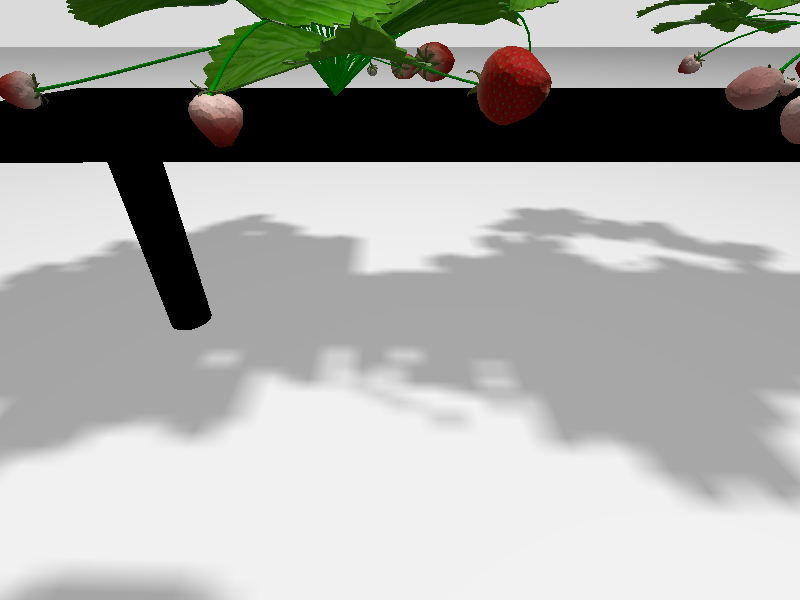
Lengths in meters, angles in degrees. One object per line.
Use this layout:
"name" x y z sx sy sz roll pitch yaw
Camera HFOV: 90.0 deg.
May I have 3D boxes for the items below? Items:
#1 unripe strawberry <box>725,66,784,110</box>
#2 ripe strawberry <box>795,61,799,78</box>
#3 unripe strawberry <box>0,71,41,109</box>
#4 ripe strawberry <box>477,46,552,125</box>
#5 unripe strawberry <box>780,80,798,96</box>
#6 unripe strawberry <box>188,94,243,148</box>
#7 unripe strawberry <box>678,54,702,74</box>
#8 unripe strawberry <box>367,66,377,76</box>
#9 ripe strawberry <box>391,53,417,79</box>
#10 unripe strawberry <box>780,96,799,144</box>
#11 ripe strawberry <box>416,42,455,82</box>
"unripe strawberry" 0.207 -0.124 0.237 0.024 0.023 0.026 -23 38 -13
"ripe strawberry" 0.394 -0.222 0.378 0.032 0.034 0.035 -2 33 -3
"unripe strawberry" -0.235 -0.129 0.247 0.020 0.021 0.018 -13 36 -18
"ripe strawberry" 0.060 -0.110 0.208 0.035 0.037 0.037 -28 43 -35
"unripe strawberry" 0.312 -0.170 0.322 0.011 0.011 0.011 4 34 6
"unripe strawberry" -0.077 -0.076 0.170 0.021 0.021 0.018 5 30 8
"unripe strawberry" 0.331 -0.268 0.458 0.023 0.020 0.021 -12 0 -17
"unripe strawberry" -0.031 -0.258 0.451 0.011 0.010 0.011 4 -13 5
"ripe strawberry" 0.005 -0.240 0.411 0.027 0.023 0.027 14 35 20
"unripe strawberry" 0.177 -0.078 0.174 0.019 0.020 0.018 21 39 29
"ripe strawberry" 0.036 -0.231 0.389 0.037 0.033 0.034 25 40 32
